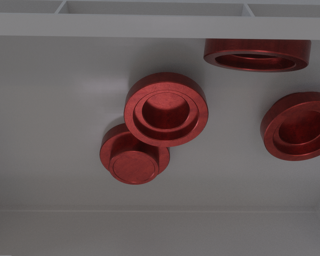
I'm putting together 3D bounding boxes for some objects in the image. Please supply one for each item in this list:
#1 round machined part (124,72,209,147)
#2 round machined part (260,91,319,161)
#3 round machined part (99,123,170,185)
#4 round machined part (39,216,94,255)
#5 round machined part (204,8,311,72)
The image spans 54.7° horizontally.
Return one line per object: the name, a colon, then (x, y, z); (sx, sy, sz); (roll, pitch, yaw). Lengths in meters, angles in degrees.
round machined part: (0.007, -0.026, 0.376); (0.099, 0.042, 0.097); (0, 130, 0)
round machined part: (0.177, -0.006, 0.394); (0.099, 0.042, 0.097); (0, 130, 0)
round machined part: (-0.035, 0.042, 0.433); (0.099, 0.042, 0.097); (0, 130, 0)
round machined part: (-0.176, 0.211, 0.578); (0.099, 0.042, 0.097); (0, 130, 0)
round machined part: (0.094, -0.085, 0.303); (0.099, 0.098, 0.042); (6, 92, -6)
